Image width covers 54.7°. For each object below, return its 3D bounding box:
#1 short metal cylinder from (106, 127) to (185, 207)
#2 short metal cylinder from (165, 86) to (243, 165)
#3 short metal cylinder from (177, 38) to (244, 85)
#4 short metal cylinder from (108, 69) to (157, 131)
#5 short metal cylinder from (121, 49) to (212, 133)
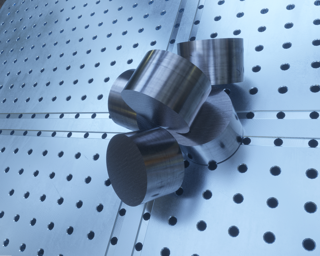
[{"bbox_3d":[-0.018,0.042,0.349,0.080,0.050,0.079,15,110,49],"label":"short metal cylinder"},{"bbox_3d":[0.052,-0.003,0.366,0.080,0.050,0.080,-14,55,21],"label":"short metal cylinder"},{"bbox_3d":[0.062,-0.081,0.381,0.080,0.080,0.050,2,103,29],"label":"short metal cylinder"},{"bbox_3d":[-0.021,-0.033,0.404,0.050,0.080,0.080,20,73,36],"label":"short metal cylinder"},{"bbox_3d":[0.007,-0.037,0.326,0.080,0.080,0.050,19,72,35],"label":"short metal cylinder"}]
